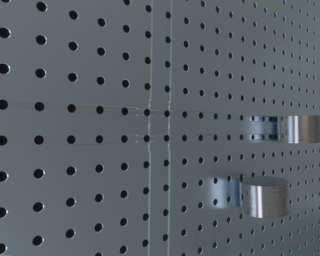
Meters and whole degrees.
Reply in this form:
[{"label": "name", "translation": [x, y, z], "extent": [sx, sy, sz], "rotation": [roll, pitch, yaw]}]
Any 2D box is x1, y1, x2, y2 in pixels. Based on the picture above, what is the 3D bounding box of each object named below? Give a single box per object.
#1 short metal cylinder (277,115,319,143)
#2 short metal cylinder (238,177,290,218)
[{"label": "short metal cylinder", "translation": [0.267, 0.001, 0.597], "extent": [0.081, 0.080, 0.050], "rotation": [-3, 92, -40]}, {"label": "short metal cylinder", "translation": [0.174, 0.113, 0.519], "extent": [0.081, 0.080, 0.050], "rotation": [-4, 93, -40]}]
